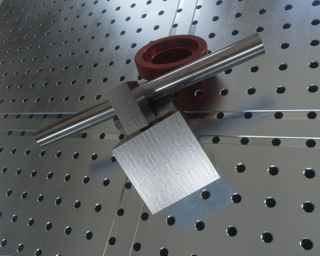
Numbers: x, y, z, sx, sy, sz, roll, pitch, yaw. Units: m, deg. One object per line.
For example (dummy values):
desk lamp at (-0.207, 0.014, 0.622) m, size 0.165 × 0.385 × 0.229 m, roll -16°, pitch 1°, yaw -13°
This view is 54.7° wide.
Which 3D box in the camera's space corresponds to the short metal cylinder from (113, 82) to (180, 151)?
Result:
short metal cylinder at (-0.013, -0.014, 0.406) m, size 0.080 × 0.050 × 0.080 m, roll -13°, pitch 56°, yaw 20°

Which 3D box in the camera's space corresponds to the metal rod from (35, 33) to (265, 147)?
metal rod at (-0.024, -0.040, 0.379) m, size 0.301 × 0.025 × 0.025 m, roll -22°, pitch 54°, yaw 14°

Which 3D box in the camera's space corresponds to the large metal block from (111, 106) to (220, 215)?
large metal block at (0.007, 0.032, 0.338) m, size 0.080 × 0.050 × 0.080 m, roll -31°, pitch 97°, yaw 8°

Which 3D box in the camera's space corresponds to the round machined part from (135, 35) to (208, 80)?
round machined part at (0.018, -0.088, 0.426) m, size 0.098 × 0.042 × 0.098 m, roll -9°, pitch 37°, yaw 7°

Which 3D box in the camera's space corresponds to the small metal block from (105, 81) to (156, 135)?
small metal block at (-0.030, -0.024, 0.343) m, size 0.025 × 0.050 × 0.050 m, roll -26°, pitch 95°, yaw 12°
